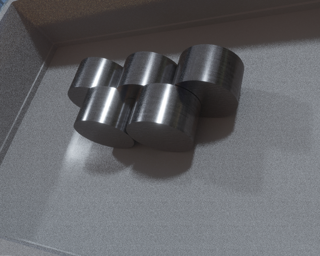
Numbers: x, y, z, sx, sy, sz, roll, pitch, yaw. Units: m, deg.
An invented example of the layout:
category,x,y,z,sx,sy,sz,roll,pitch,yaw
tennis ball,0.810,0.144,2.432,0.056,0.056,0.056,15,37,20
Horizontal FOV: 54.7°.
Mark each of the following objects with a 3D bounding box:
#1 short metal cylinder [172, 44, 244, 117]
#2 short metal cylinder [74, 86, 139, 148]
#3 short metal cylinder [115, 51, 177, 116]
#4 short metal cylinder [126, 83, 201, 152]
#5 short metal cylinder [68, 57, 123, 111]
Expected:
category,x,y,z,sx,sy,sz,roll,pitch,yaw
short metal cylinder,0.056,-0.054,0.372,0.080,0.080,0.050,2,63,29
short metal cylinder,-0.066,-0.012,0.411,0.080,0.080,0.050,1,62,28
short metal cylinder,-0.014,-0.055,0.410,0.080,0.080,0.050,1,62,28
short metal cylinder,0.005,-0.010,0.372,0.080,0.080,0.050,1,62,28
short metal cylinder,-0.085,-0.057,0.449,0.080,0.080,0.050,1,62,28
